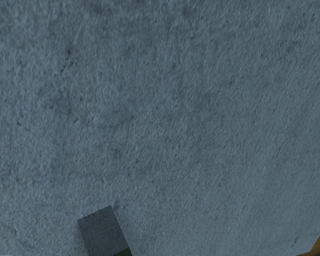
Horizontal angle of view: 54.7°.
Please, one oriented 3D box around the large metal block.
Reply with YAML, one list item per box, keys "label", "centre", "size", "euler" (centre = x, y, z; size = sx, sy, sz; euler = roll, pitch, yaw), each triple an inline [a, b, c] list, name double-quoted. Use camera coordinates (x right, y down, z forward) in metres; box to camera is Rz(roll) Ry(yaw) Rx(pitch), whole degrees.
- label: "large metal block"
  centre: [-0.072, 0.173, 0.440]
  size: [0.050, 0.080, 0.080]
  euler: [-23, 127, -15]
